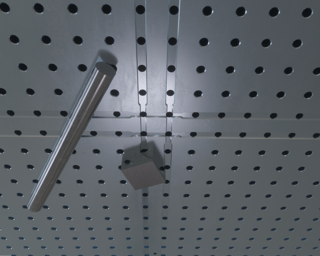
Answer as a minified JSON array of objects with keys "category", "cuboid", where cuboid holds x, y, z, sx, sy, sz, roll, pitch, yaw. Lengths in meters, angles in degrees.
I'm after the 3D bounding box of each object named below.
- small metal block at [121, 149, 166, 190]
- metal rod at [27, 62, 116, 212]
[{"category":"small metal block","cuboid":[-0.024,0.064,0.466,0.050,0.025,0.050,-17,128,14]},{"category":"metal rod","cuboid":[-0.136,0.031,0.436,0.025,0.025,0.298,24,126,-19]}]
